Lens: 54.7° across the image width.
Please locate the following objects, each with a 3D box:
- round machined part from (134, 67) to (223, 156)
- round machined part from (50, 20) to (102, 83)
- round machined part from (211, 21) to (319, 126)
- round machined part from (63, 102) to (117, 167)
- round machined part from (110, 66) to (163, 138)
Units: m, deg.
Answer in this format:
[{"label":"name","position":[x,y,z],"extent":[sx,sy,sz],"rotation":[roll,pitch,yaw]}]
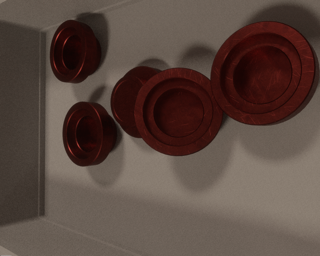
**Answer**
[{"label":"round machined part","position":[0.022,-0.017,0.358],"extent":[0.098,0.042,0.097],"rotation":[-1,86,9]},{"label":"round machined part","position":[-0.133,-0.121,0.503],"extent":[0.098,0.042,0.097],"rotation":[0,90,39]},{"label":"round machined part","position":[0.104,-0.051,0.306],"extent":[0.098,0.042,0.097],"rotation":[-1,89,36]},{"label":"round machined part","position":[-0.105,0.009,0.479],"extent":[0.098,0.042,0.097],"rotation":[0,90,39]},{"label":"round machined part","position":[-0.029,-0.035,0.418],"extent":[0.098,0.042,0.097],"rotation":[0,90,39]}]
